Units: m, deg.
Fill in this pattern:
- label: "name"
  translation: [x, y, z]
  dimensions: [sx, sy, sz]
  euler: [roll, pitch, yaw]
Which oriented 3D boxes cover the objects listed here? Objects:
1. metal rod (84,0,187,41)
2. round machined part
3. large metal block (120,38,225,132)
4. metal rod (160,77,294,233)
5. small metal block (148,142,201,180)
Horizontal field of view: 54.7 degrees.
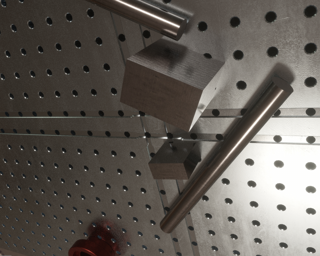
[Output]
- label: "metal rod"
  translation: [-0.109, -0.172, 0.360]
  dimensions: [0.301, 0.025, 0.025]
  euler: [27, 128, 11]
- label: "round machined part"
  translation: [-0.133, 0.261, 0.629]
  dimensions: [0.098, 0.042, 0.097]
  euler: [13, 124, 20]
- label: "large metal block"
  translation: [0.015, -0.050, 0.336]
  dimensions: [0.080, 0.080, 0.050]
  euler: [24, 127, 13]
- label: "metal rod"
  translation: [0.068, 0.057, 0.409]
  dimensions: [0.025, 0.025, 0.298]
  euler: [34, 129, 6]
- label: "small metal block"
  translation: [0.020, 0.043, 0.410]
  dimensions: [0.050, 0.050, 0.025]
  euler: [-4, 116, 30]
